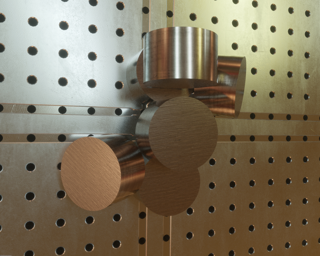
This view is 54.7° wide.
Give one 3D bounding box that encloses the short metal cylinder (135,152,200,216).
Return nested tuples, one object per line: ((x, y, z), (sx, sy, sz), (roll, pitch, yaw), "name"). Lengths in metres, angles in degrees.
((0.004, 0.067, 0.400), (0.081, 0.050, 0.079), (0, 91, -20), "short metal cylinder")

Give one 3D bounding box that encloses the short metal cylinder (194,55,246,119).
((0.080, -0.055, 0.405), (0.050, 0.080, 0.080), (9, 86, 21), "short metal cylinder")

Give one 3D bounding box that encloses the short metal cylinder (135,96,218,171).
((0.018, 0.006, 0.352), (0.081, 0.050, 0.079), (0, 90, -20), "short metal cylinder")

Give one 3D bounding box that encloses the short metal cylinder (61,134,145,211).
((-0.064, 0.048, 0.354), (0.050, 0.080, 0.079), (-4, 92, -64), "short metal cylinder")

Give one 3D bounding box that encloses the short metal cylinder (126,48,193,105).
((0.002, -0.069, 0.399), (0.081, 0.050, 0.079), (0, 91, -20), "short metal cylinder")

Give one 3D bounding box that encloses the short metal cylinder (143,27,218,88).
((0.022, -0.073, 0.337), (0.081, 0.080, 0.050), (0, 90, -20), "short metal cylinder")
